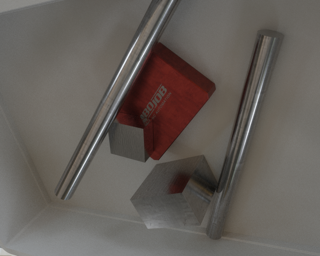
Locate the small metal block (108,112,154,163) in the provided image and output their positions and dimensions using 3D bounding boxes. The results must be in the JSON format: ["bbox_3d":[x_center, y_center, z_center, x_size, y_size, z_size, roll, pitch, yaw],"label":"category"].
[{"bbox_3d":[-0.037,0.011,0.394,0.050,0.025,0.050,12,124,21],"label":"small metal block"}]

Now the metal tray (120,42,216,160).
[{"bbox_3d":[-0.004,-0.028,0.389,0.090,0.030,0.129,38,129,2],"label":"metal tray"}]

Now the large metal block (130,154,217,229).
[{"bbox_3d":[0.021,0.085,0.413,0.080,0.080,0.050,-16,110,34],"label":"large metal block"}]

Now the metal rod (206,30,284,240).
[{"bbox_3d":[0.093,0.033,0.379,0.025,0.025,0.298,18,126,17],"label":"metal rod"}]

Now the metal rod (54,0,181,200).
[{"bbox_3d":[-0.058,-0.025,0.358,0.025,0.025,0.298,35,115,5],"label":"metal rod"}]
